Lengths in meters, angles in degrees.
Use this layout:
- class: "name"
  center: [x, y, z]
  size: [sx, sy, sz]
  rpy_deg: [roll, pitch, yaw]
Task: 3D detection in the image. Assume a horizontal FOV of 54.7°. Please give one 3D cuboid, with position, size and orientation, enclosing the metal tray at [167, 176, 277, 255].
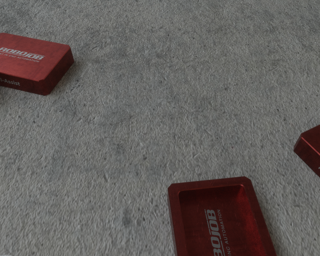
- class: "metal tray"
  center: [0.060, 0.114, 0.303]
  size: [0.091, 0.030, 0.130]
  rpy_deg: [-5, 50, -4]

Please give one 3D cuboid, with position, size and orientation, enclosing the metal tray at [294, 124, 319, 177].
- class: "metal tray"
  center: [0.238, 0.045, 0.364]
  size: [0.091, 0.030, 0.130]
  rpy_deg: [-22, 54, -18]

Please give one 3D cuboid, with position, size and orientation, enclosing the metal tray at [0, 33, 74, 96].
- class: "metal tray"
  center: [-0.215, -0.103, 0.485]
  size: [0.131, 0.030, 0.090]
  rpy_deg: [13, 51, 10]
